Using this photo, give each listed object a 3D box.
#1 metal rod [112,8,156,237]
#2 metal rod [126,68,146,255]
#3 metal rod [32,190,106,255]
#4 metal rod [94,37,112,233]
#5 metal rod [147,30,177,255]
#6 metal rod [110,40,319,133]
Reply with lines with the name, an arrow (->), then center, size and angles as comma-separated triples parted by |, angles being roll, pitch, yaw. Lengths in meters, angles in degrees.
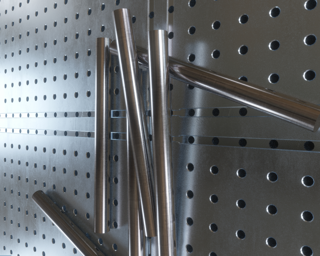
metal rod -> -0.030, -0.006, 0.414 | 0.025, 0.025, 0.298 | -7, 92, 40
metal rod -> -0.034, 0.066, 0.438 | 0.025, 0.025, 0.298 | -2, 89, 40
metal rod -> -0.133, 0.191, 0.521 | 0.300, 0.025, 0.025 | 29, 108, 36
metal rod -> -0.089, 0.012, 0.484 | 0.025, 0.025, 0.298 | 1, 91, 40
metal rod -> 0.003, 0.033, 0.388 | 0.025, 0.025, 0.298 | 2, 97, 40
metal rod -> 0.041, -0.064, 0.375 | 0.300, 0.025, 0.025 | 28, 108, 36
